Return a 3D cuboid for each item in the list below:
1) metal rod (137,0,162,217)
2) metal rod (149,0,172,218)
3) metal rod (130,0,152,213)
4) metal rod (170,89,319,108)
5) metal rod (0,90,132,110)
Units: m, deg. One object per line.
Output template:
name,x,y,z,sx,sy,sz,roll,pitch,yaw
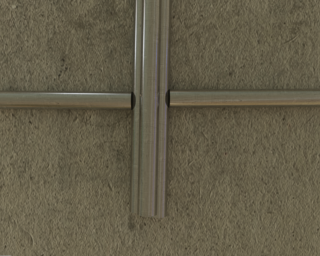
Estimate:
metal rod,-0.013,-0.040,0.391,0.025,0.025,0.298,1,90,-1
metal rod,0.000,-0.033,0.412,0.025,0.025,0.298,1,90,-1
metal rod,-0.025,-0.039,0.411,0.025,0.025,0.298,1,90,-1
metal rod,0.164,-0.040,0.413,0.302,0.025,0.025,0,90,-1
metal rod,-0.188,-0.037,0.408,0.302,0.025,0.025,0,90,-1
